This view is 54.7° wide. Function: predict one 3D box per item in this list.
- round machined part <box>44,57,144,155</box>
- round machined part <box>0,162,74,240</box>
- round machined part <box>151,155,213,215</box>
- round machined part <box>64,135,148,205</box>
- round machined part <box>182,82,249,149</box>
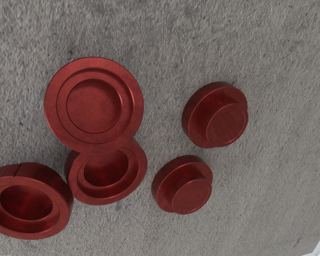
[{"bbox_3d":[-0.070,-0.022,0.327,0.099,0.042,0.097,-1,92,-22],"label":"round machined part"},{"bbox_3d":[-0.147,0.077,0.349,0.099,0.042,0.097,-1,123,-1],"label":"round machined part"},{"bbox_3d":[0.040,0.093,0.475,0.099,0.042,0.097,-14,124,-21],"label":"round machined part"},{"bbox_3d":[-0.069,0.045,0.386,0.099,0.042,0.097,-14,124,-21],"label":"round machined part"},{"bbox_3d":[0.083,-0.012,0.434,0.099,0.042,0.097,-14,124,-21],"label":"round machined part"}]
